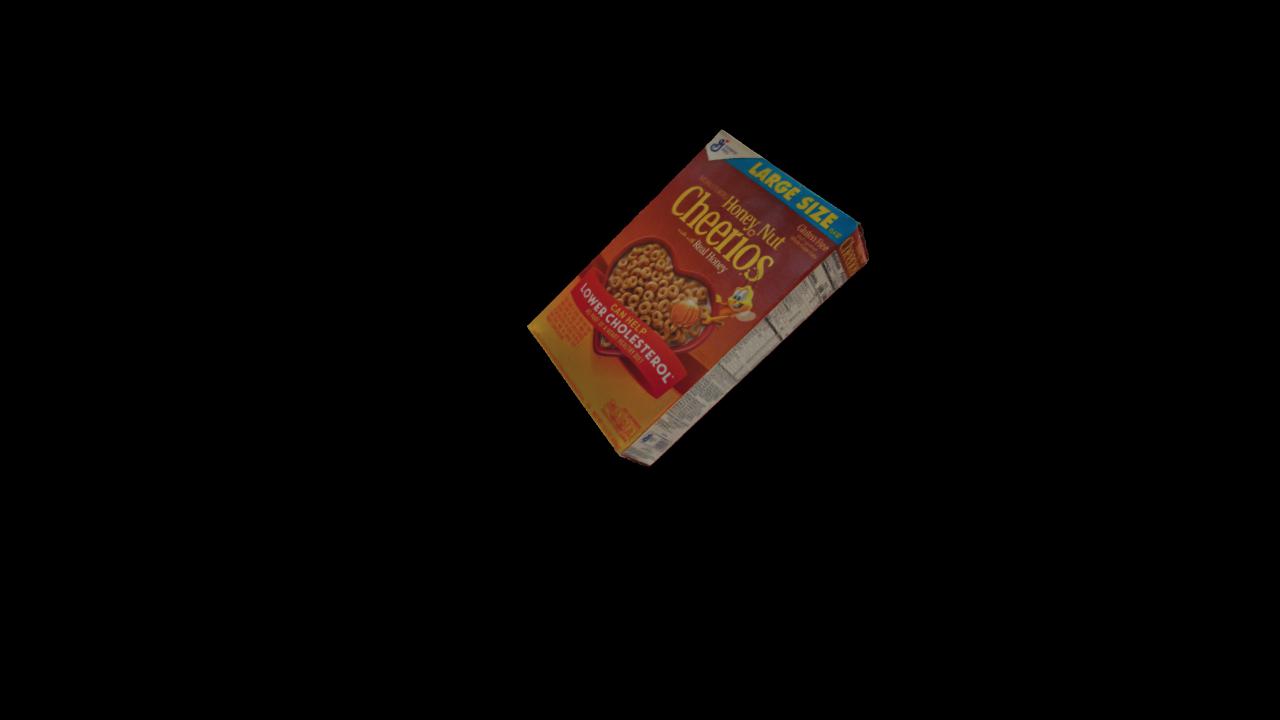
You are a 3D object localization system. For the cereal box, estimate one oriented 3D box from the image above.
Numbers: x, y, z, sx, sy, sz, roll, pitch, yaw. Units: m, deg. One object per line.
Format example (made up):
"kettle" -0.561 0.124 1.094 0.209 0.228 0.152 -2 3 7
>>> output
"cereal box" 0.048 -0.068 0.635 0.203 0.306 0.081 51 8 34
